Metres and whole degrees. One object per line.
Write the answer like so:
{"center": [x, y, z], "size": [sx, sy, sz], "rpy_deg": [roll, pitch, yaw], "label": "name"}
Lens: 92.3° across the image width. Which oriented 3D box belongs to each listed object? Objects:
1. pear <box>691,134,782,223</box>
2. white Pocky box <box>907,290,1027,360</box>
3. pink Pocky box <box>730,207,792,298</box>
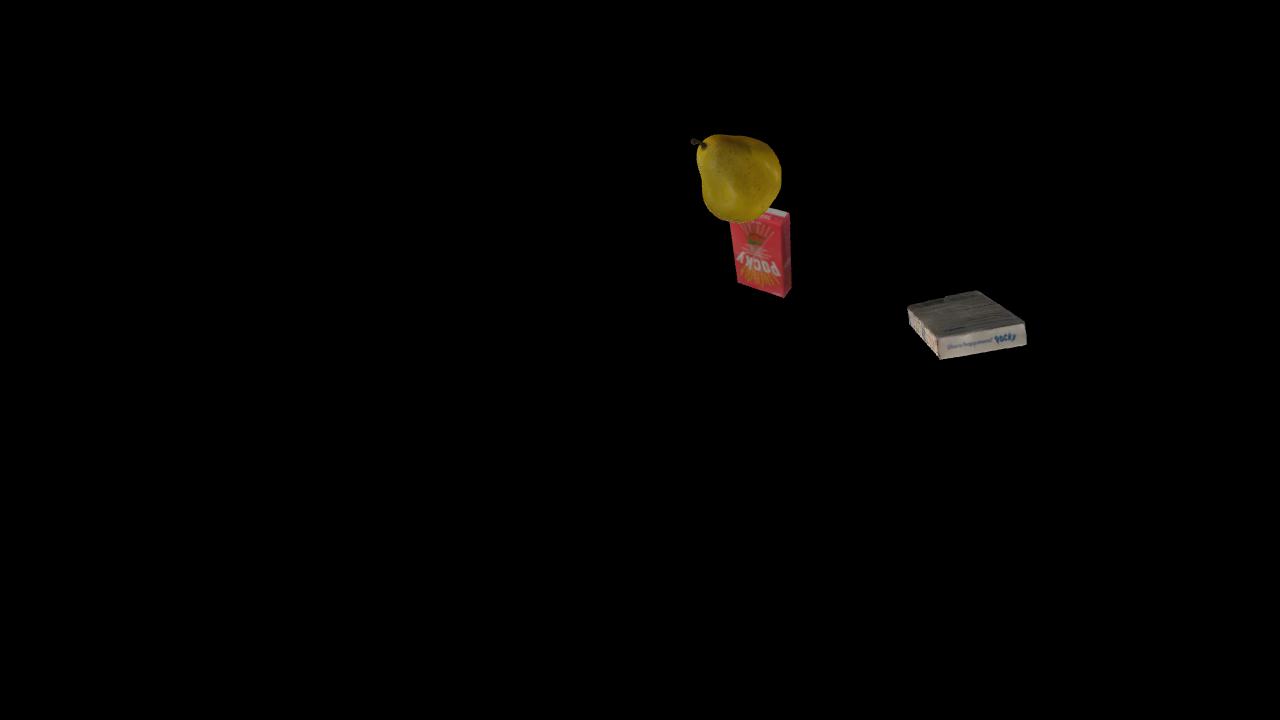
{"center": [0.082, -0.181, 0.569], "size": [0.080, 0.080, 0.111], "rpy_deg": [0, -26, 38], "label": "pear"}
{"center": [0.357, -0.042, 0.685], "size": [0.084, 0.028, 0.154], "rpy_deg": [-12, 15, 15], "label": "white Pocky box"}
{"center": [0.179, -0.161, 0.908], "size": [0.084, 0.029, 0.155], "rpy_deg": [24, -26, 28], "label": "pink Pocky box"}
